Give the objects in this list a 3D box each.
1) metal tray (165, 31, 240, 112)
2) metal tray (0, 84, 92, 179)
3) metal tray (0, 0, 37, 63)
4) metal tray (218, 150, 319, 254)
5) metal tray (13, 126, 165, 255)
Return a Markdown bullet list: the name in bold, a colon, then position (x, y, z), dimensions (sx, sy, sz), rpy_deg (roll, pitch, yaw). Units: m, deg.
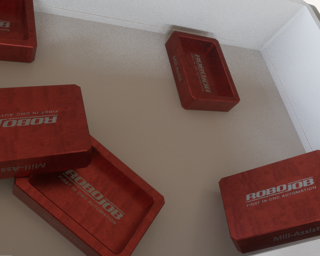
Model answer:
- **metal tray**: position (0.066, -0.090, 0.495), dimensions (0.091, 0.030, 0.130), rpy_deg (1, 61, -28)
- **metal tray**: position (-0.139, 0.002, 0.299), dimensions (0.131, 0.030, 0.090), rpy_deg (-6, 52, -19)
- **metal tray**: position (-0.218, -0.126, 0.361), dimensions (0.131, 0.030, 0.090), rpy_deg (-1, 62, -29)
- **metal tray**: position (0.141, 0.083, 0.358), dimensions (0.090, 0.130, 0.030), rpy_deg (-92, 158, -52)
- **metal tray**: position (-0.070, 0.070, 0.322), dimensions (0.130, 0.030, 0.090), rpy_deg (40, 51, -1)
